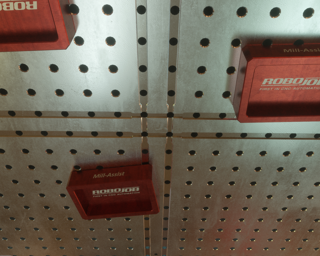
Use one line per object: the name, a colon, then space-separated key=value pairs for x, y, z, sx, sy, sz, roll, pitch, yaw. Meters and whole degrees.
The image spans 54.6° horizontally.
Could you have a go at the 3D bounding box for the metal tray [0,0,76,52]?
metal tray: x=-0.159 y=-0.122 z=0.302 sx=0.131 sy=0.030 sz=0.090 roll=-2 pitch=130 yaw=1

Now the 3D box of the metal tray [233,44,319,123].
metal tray: x=0.159 y=-0.051 z=0.366 sx=0.131 sy=0.030 sz=0.089 roll=-1 pitch=130 yaw=1

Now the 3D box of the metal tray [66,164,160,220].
metal tray: x=-0.071 y=0.104 z=0.496 sx=0.131 sy=0.030 sz=0.090 roll=-6 pitch=130 yaw=5
